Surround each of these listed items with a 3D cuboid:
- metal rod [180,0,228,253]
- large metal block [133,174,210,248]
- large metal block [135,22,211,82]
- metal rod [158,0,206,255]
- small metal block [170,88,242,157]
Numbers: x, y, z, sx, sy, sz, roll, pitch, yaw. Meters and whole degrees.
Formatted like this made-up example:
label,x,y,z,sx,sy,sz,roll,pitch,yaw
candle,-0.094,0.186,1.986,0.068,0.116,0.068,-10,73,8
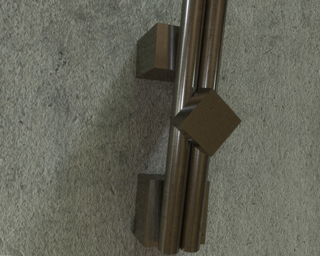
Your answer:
label,x,y,z,sx,sy,sz,roll,pitch,yaw
metal rod,0.048,-0.007,0.351,0.025,0.025,0.298,3,96,-20
large metal block,0.014,0.104,0.402,0.081,0.050,0.080,5,88,-20
large metal block,0.020,-0.089,0.389,0.081,0.080,0.050,3,89,-20
metal rod,0.024,-0.008,0.342,0.025,0.025,0.298,3,96,-20
small metal block,0.048,-0.007,0.324,0.050,0.025,0.050,44,82,-21
